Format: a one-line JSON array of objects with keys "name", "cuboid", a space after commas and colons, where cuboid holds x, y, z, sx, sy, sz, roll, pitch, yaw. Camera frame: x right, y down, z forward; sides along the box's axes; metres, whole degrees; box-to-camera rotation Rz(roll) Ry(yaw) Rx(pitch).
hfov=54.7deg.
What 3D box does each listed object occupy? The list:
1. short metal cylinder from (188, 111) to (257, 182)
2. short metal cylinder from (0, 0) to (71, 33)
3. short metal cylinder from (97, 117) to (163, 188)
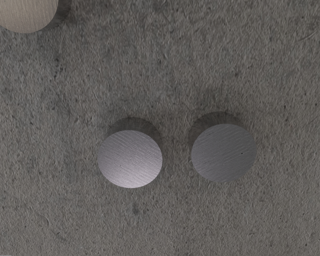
[{"name": "short metal cylinder", "cuboid": [0.079, 0.024, 0.406, 0.081, 0.050, 0.079, 0, 110, 0]}, {"name": "short metal cylinder", "cuboid": [-0.145, -0.147, 0.341, 0.081, 0.050, 0.079, 0, 110, 0]}, {"name": "short metal cylinder", "cuboid": [-0.037, 0.031, 0.407, 0.081, 0.050, 0.079, 0, 110, 0]}]
